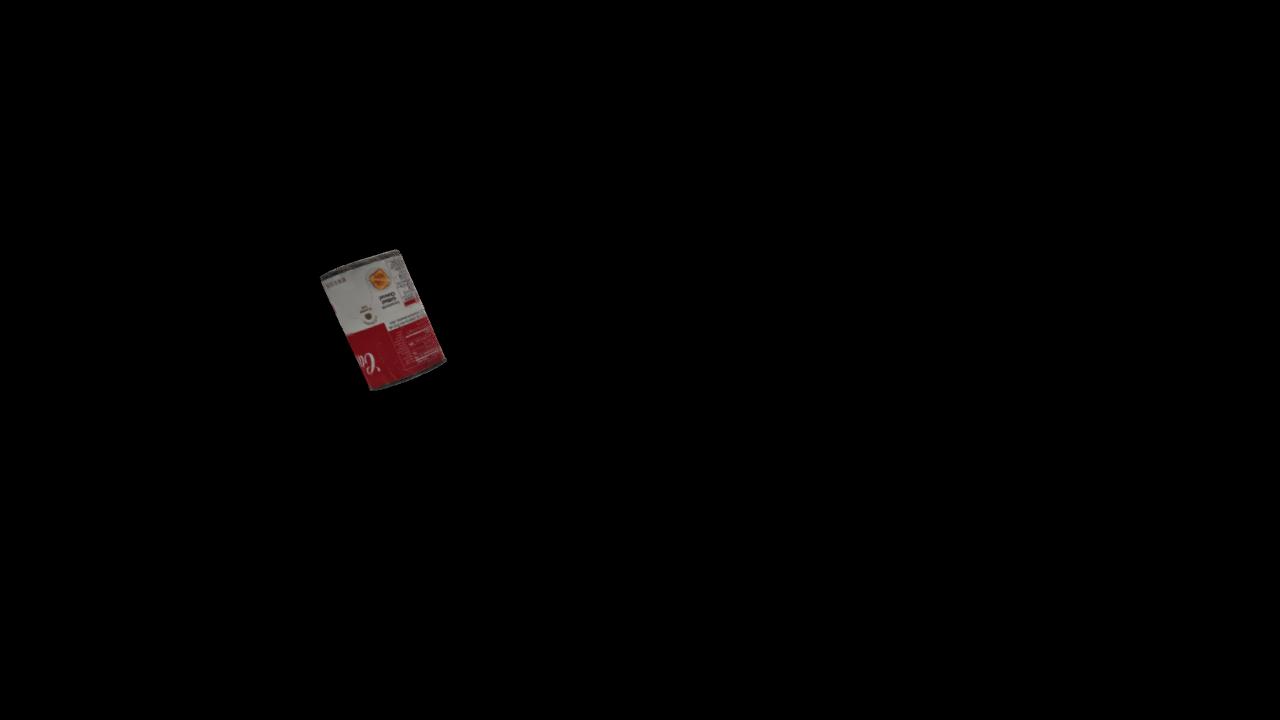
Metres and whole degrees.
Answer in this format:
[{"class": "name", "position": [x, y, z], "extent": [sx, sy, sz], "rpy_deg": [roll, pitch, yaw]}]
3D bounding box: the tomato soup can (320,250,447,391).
[{"class": "tomato soup can", "position": [-0.212, -0.034, 0.512], "extent": [0.068, 0.101, 0.068], "rpy_deg": [-18, 13, 4]}]
